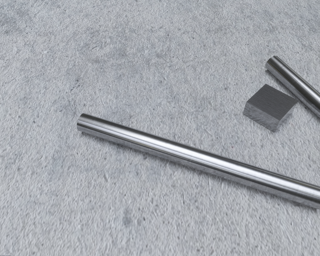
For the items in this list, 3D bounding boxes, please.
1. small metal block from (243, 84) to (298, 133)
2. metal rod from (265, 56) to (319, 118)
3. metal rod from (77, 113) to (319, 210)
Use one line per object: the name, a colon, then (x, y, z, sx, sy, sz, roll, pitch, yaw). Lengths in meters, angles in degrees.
small metal block: (0.152, -0.028, 0.428, 0.050, 0.025, 0.050, 36, 58, 26)
metal rod: (0.242, 0.000, 0.404, 0.025, 0.025, 0.300, -20, 53, -16)
metal rod: (0.037, 0.035, 0.373, 0.301, 0.025, 0.025, 17, 52, 13)
